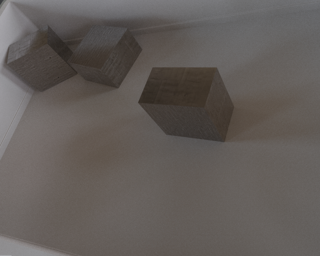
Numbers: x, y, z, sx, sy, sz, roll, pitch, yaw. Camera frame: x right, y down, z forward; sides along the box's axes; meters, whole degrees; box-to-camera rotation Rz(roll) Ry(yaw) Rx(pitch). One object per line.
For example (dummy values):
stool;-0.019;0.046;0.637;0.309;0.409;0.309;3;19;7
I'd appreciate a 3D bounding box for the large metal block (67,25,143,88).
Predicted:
large metal block;-0.090;-0.118;0.507;0.080;0.050;0.080;18;71;34

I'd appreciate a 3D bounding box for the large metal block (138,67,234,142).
large metal block;0.034;-0.027;0.368;0.080;0.080;0.050;7;65;31

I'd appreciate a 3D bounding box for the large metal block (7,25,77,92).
large metal block;-0.205;-0.121;0.548;0.080;0.080;0.050;-23;54;12
